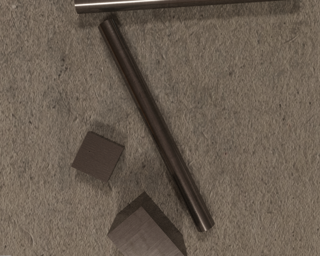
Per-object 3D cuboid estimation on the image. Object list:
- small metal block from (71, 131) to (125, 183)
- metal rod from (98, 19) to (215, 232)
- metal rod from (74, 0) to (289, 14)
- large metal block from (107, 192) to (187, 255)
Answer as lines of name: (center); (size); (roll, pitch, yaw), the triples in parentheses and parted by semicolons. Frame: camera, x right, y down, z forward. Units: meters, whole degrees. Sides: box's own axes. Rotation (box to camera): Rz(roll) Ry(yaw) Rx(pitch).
small metal block: (-0.081, 0.037, 0.409); (0.050, 0.025, 0.050); (26, 90, -1)
metal rod: (-0.005, -0.003, 0.409); (0.025, 0.025, 0.299); (-26, 90, 0)
metal rod: (0.041, -0.174, 0.410); (0.302, 0.025, 0.025); (-4, 90, -1)
large metal block: (-0.014, 0.133, 0.382); (0.050, 0.080, 0.080); (-41, 91, 0)
